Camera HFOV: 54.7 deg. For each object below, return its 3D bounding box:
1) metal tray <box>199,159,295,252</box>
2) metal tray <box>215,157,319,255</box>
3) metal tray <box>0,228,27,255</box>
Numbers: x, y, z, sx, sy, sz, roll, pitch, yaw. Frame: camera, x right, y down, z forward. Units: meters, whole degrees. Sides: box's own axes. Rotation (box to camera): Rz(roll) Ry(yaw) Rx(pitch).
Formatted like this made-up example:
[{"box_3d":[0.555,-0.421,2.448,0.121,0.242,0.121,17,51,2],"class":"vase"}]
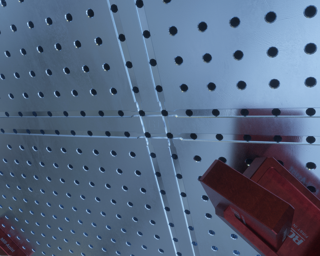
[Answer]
[{"box_3d":[0.101,0.094,0.353,0.090,0.030,0.130,33,165,33],"class":"metal tray"},{"box_3d":[0.142,0.107,0.361,0.130,0.090,0.030,42,168,-1],"class":"metal tray"},{"box_3d":[-0.423,0.319,0.823,0.090,0.030,0.130,-31,102,37],"class":"metal tray"}]
